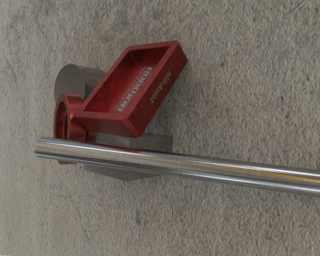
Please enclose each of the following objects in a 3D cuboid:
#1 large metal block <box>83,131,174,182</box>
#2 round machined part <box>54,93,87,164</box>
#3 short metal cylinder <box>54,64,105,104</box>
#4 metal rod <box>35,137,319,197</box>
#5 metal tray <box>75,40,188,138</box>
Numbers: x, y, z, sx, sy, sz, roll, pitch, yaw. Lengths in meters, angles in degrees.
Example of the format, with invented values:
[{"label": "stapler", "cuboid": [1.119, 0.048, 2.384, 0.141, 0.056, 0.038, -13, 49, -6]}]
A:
[{"label": "large metal block", "cuboid": [-0.040, 0.032, 0.401, 0.080, 0.081, 0.050, 6, 94, 39]}, {"label": "round machined part", "cuboid": [-0.117, 0.001, 0.431, 0.098, 0.042, 0.097, -3, 86, 60]}, {"label": "short metal cylinder", "cuboid": [-0.122, -0.057, 0.488, 0.080, 0.050, 0.079, 0, 90, 39]}, {"label": "metal rod", "cuboid": [0.006, 0.037, 0.323, 0.301, 0.025, 0.025, 6, 94, 15]}, {"label": "metal tray", "cuboid": [-0.033, -0.051, 0.379, 0.090, 0.030, 0.130, 6, 54, 39]}]
